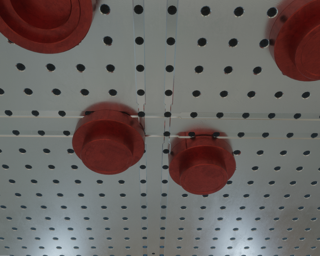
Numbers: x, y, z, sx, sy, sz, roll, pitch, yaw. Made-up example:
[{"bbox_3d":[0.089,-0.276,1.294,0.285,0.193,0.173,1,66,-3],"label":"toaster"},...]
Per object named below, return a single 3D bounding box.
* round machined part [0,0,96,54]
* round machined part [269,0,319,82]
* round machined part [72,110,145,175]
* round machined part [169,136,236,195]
[{"bbox_3d":[-0.110,-0.124,0.293,0.099,0.042,0.097,-1,130,0],"label":"round machined part"},{"bbox_3d":[0.171,-0.090,0.326,0.099,0.042,0.097,-1,130,0],"label":"round machined part"},{"bbox_3d":[-0.070,0.027,0.422,0.099,0.042,0.097,-1,130,0],"label":"round machined part"},{"bbox_3d":[0.062,0.061,0.454,0.099,0.042,0.097,0,130,0],"label":"round machined part"}]
